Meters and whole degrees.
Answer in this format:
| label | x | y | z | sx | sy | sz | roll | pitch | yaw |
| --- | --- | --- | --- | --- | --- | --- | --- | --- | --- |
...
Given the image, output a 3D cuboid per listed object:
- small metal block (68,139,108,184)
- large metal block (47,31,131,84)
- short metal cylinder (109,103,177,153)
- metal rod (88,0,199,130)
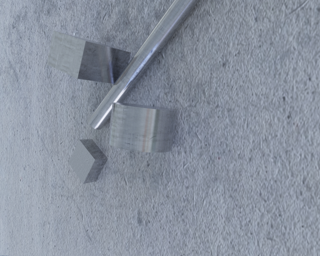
| label | x | y | z | sx | sy | sz | roll | pitch | yaw |
| --- | --- | --- | --- | --- | --- | --- | --- | --- | --- |
| small metal block | -0.117 | 0.053 | 0.502 | 0.050 | 0.025 | 0.050 | 44 | 116 | 31 |
| large metal block | -0.104 | -0.102 | 0.455 | 0.080 | 0.081 | 0.050 | 26 | 107 | 37 |
| short metal cylinder | -0.021 | -0.002 | 0.387 | 0.080 | 0.081 | 0.050 | 12 | 98 | 39 |
| metal rod | -0.014 | -0.104 | 0.416 | 0.299 | 0.025 | 0.025 | -48 | 62 | 29 |
